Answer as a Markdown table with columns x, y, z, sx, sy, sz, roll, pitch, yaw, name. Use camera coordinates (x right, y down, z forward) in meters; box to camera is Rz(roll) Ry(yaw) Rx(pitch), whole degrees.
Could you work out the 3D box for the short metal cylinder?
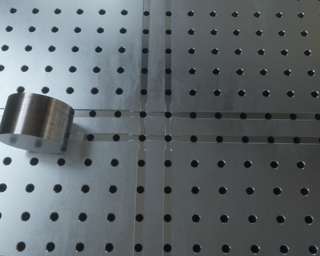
| x | y | z | sx | sy | sz | roll | pitch | yaw | name |
| --- | --- | --- | --- | --- | --- | --- | --- | --- | --- |
| -0.151 | -0.003 | 0.382 | 0.080 | 0.080 | 0.050 | 5 | 70 | 1 | short metal cylinder |
